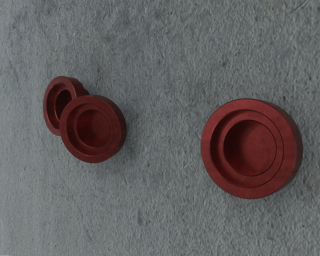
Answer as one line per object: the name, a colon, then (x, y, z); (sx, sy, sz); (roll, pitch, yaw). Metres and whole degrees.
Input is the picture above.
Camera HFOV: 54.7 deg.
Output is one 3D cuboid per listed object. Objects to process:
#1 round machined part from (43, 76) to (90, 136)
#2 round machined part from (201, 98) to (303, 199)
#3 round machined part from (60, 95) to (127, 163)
round machined part: (-0.151, -0.036, 0.519); (0.098, 0.042, 0.097); (0, 90, 40)
round machined part: (0.095, 0.020, 0.316); (0.098, 0.042, 0.097); (0, 90, 40)
round machined part: (-0.094, 0.000, 0.457); (0.098, 0.042, 0.097); (3, 101, 18)
